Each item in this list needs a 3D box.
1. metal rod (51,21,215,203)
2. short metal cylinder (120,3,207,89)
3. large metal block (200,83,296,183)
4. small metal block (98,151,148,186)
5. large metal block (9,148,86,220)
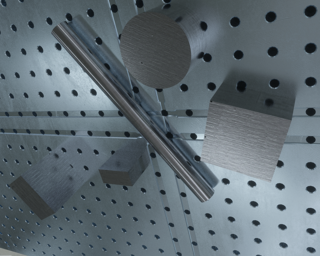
[{"bbox_3d":[-0.032,-0.017,0.415,0.300,0.025,0.025,49,128,-7],"label":"metal rod"},{"bbox_3d":[0.004,-0.089,0.337,0.080,0.050,0.079,13,124,20],"label":"short metal cylinder"},{"bbox_3d":[0.096,0.004,0.346,0.080,0.050,0.079,16,125,18],"label":"large metal block"},{"bbox_3d":[-0.053,0.058,0.457,0.050,0.050,0.025,1,119,27],"label":"small metal block"},{"bbox_3d":[-0.192,0.096,0.533,0.050,0.080,0.080,-32,101,38],"label":"large metal block"}]
